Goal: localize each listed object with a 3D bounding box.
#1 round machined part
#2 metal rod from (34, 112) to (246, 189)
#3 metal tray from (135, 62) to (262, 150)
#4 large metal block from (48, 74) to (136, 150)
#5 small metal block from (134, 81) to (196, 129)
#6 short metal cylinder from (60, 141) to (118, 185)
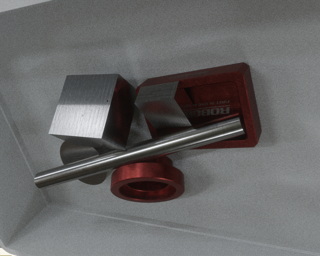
[{"bbox_3d":[-0.016,0.067,0.423,0.099,0.042,0.098,0,149,0],"label":"round machined part"},{"bbox_3d":[-0.042,0.036,0.396,0.300,0.025,0.025,-17,110,23],"label":"metal rod"},{"bbox_3d":[0.044,-0.020,0.366,0.130,0.030,0.090,-5,116,30],"label":"metal tray"},{"bbox_3d":[-0.081,-0.020,0.390,0.080,0.080,0.050,4,162,27],"label":"large metal block"},{"bbox_3d":[0.007,-0.025,0.358,0.050,0.025,0.050,-5,143,30],"label":"small metal block"},{"bbox_3d":[-0.100,0.038,0.464,0.080,0.050,0.079,13,124,20],"label":"short metal cylinder"}]
